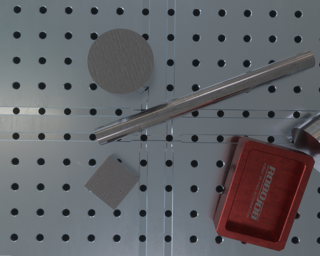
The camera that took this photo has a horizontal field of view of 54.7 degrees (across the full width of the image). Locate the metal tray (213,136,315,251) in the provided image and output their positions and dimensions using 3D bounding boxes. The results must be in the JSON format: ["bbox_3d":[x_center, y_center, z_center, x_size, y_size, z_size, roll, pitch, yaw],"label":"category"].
[{"bbox_3d":[0.132,0.085,0.402,0.090,0.030,0.129,15,98,0],"label":"metal tray"}]

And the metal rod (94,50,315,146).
[{"bbox_3d":[0.059,-0.040,0.413,0.301,0.025,0.025,-20,90,0],"label":"metal rod"}]

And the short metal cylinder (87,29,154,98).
[{"bbox_3d":[-0.048,-0.081,0.400,0.081,0.050,0.079,0,90,0],"label":"short metal cylinder"}]

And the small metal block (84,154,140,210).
[{"bbox_3d":[-0.063,0.071,0.413,0.050,0.025,0.050,39,90,0],"label":"small metal block"}]

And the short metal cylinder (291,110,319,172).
[{"bbox_3d":[0.214,0.018,0.388,0.050,0.080,0.080,-35,90,0],"label":"short metal cylinder"}]
